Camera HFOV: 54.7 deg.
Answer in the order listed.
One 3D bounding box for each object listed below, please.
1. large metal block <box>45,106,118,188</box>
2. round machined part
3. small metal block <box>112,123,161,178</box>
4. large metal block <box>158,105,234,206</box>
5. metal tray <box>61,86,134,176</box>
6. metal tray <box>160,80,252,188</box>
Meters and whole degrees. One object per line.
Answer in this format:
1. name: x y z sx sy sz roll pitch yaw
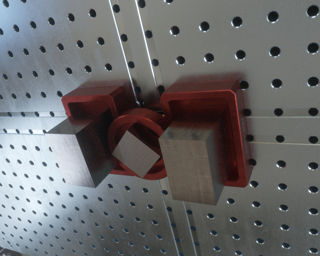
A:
1. large metal block: -0.097 0.023 0.424 0.050 0.080 0.080 1 119 28
2. round machined part: -0.016 0.017 0.408 0.098 0.042 0.097 13 124 21
3. small metal block: -0.025 0.027 0.389 0.050 0.025 0.050 38 129 2
4. large metal block: 0.046 0.027 0.351 0.050 0.080 0.080 2 119 28
5. metal tray: -0.081 0.007 0.454 0.090 0.030 0.129 1 119 28
6. metal tray: 0.059 0.010 0.382 0.090 0.030 0.129 0 118 28
